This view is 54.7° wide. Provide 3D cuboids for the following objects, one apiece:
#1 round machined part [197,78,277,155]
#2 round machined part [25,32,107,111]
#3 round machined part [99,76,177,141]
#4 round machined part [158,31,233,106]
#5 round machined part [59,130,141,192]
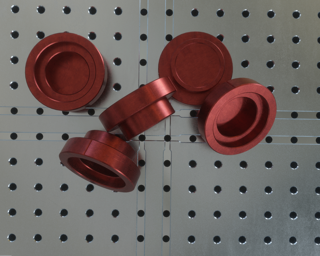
[{"bbox_3d":[0.092,-0.018,0.391,0.099,0.042,0.097,-9,121,-16],"label":"round machined part"},{"bbox_3d":[-0.118,-0.070,0.403,0.099,0.042,0.097,0,90,-1],"label":"round machined part"},{"bbox_3d":[-0.021,-0.019,0.377,0.098,0.098,0.042,-31,90,0],"label":"round machined part"},{"bbox_3d":[0.047,-0.078,0.405,0.099,0.042,0.097,0,90,-1],"label":"round machined part"},{"bbox_3d":[-0.069,0.038,0.382,0.098,0.098,0.042,23,61,-1],"label":"round machined part"}]
